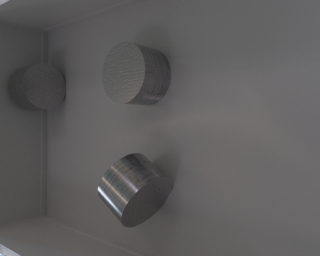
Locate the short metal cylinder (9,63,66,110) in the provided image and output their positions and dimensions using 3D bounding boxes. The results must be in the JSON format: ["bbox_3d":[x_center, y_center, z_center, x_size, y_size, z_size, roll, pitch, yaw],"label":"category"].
[{"bbox_3d":[-0.217,-0.072,0.551,0.050,0.081,0.080,-1,90,40],"label":"short metal cylinder"}]

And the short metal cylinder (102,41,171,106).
[{"bbox_3d":[-0.032,-0.071,0.418,0.080,0.050,0.080,0,90,40],"label":"short metal cylinder"}]

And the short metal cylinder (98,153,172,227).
[{"bbox_3d":[-0.031,0.079,0.397,0.050,0.081,0.079,39,114,33],"label":"short metal cylinder"}]
